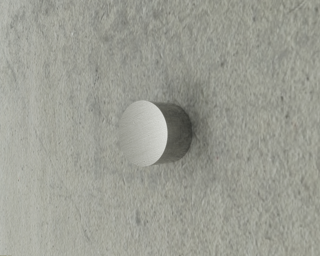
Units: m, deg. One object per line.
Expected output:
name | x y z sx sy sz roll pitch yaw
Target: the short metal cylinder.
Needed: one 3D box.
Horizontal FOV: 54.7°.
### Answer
short metal cylinder | -0.006 0.006 0.392 0.080 0.050 0.079 0 90 39
